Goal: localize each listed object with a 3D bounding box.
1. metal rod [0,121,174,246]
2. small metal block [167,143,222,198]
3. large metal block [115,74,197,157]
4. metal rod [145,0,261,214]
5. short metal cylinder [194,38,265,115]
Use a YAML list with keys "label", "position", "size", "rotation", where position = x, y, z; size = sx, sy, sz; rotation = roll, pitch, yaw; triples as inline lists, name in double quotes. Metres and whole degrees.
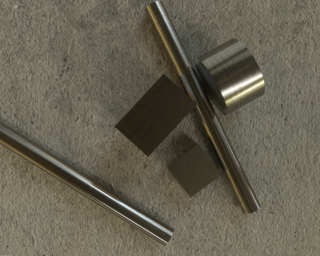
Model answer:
- label: "metal rod"
  position: [-0.116, 0.065, 0.409]
  size: [0.301, 0.025, 0.025]
  rotation: [32, 90, 0]
- label: "small metal block"
  position: [0.044, 0.055, 0.410]
  size: [0.050, 0.025, 0.050]
  rotation: [-37, 90, 0]
- label: "large metal block"
  position: [-0.004, -0.014, 0.382]
  size: [0.050, 0.080, 0.080]
  rotation: [43, 90, 0]
- label: "metal rod"
  position: [0.057, -0.027, 0.410]
  size: [0.025, 0.025, 0.299]
  rotation: [-26, 90, 0]
- label: "short metal cylinder"
  position: [0.084, -0.062, 0.383]
  size: [0.050, 0.080, 0.080]
  rotation: [-29, 90, 0]
